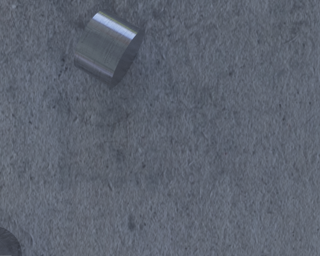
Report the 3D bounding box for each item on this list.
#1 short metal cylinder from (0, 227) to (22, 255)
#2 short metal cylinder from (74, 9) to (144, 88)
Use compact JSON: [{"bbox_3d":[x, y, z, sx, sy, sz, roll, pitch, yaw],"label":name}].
[{"bbox_3d":[-0.228,0.173,0.395,0.081,0.050,0.079,0,90,-1],"label":"short metal cylinder"},{"bbox_3d":[-0.062,-0.097,0.382,0.050,0.080,0.080,30,90,-1],"label":"short metal cylinder"}]
